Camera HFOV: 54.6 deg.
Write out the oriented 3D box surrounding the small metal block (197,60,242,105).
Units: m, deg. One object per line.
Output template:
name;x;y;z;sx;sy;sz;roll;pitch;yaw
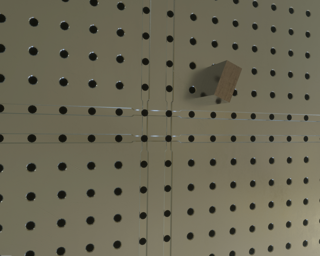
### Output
small metal block;0.081;-0.061;0.429;0.025;0.050;0.050;24;82;-19
